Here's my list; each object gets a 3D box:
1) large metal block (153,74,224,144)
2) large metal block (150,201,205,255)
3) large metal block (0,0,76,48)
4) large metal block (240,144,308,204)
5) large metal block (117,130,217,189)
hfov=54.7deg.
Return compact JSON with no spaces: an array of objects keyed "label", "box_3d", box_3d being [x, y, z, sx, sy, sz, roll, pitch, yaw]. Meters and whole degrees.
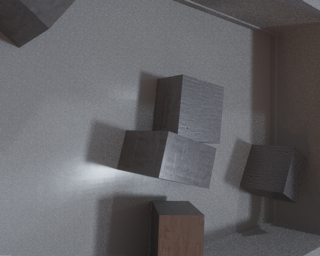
[{"label":"large metal block","box_3d":[0.039,-0.022,0.423,0.081,0.050,0.080,9,85,-40]},{"label":"large metal block","box_3d":[0.018,0.136,0.376,0.050,0.080,0.080,3,87,-7]},{"label":"large metal block","box_3d":[-0.110,-0.126,0.278,0.050,0.080,0.080,45,63,-31]},{"label":"large metal block","box_3d":[0.196,0.077,0.535,0.050,0.080,0.080,34,69,-35]},{"label":"large metal block","box_3d":[0.008,0.038,0.377,0.080,0.080,0.050,20,78,-38]}]
